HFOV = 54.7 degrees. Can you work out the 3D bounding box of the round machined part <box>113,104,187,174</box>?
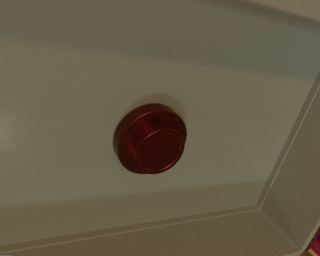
[{"bbox_3d":[-0.007,0.021,0.404,0.099,0.042,0.097,-14,125,-21],"label":"round machined part"}]
